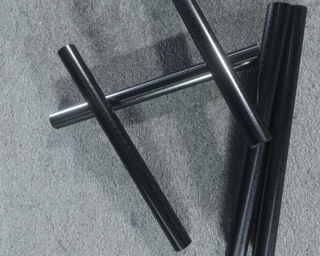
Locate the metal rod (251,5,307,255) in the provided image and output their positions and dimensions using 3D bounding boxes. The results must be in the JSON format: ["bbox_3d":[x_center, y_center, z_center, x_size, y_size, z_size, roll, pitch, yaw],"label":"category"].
[{"bbox_3d":[0.138,0.012,0.360,0.025,0.025,0.298,7,92,19],"label":"metal rod"}]

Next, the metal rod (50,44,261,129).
[{"bbox_3d":[-0.019,-0.049,0.414,0.301,0.025,0.025,-16,85,18],"label":"metal rod"}]

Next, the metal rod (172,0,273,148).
[{"bbox_3d":[0.049,-0.115,0.370,0.025,0.025,0.299,-29,73,17],"label":"metal rod"}]

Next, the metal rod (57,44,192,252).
[{"bbox_3d":[-0.047,0.024,0.405,0.025,0.025,0.299,-32,87,17],"label":"metal rod"}]

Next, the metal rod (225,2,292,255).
[{"bbox_3d":[0.111,0.012,0.357,0.025,0.025,0.298,10,98,19],"label":"metal rod"}]
